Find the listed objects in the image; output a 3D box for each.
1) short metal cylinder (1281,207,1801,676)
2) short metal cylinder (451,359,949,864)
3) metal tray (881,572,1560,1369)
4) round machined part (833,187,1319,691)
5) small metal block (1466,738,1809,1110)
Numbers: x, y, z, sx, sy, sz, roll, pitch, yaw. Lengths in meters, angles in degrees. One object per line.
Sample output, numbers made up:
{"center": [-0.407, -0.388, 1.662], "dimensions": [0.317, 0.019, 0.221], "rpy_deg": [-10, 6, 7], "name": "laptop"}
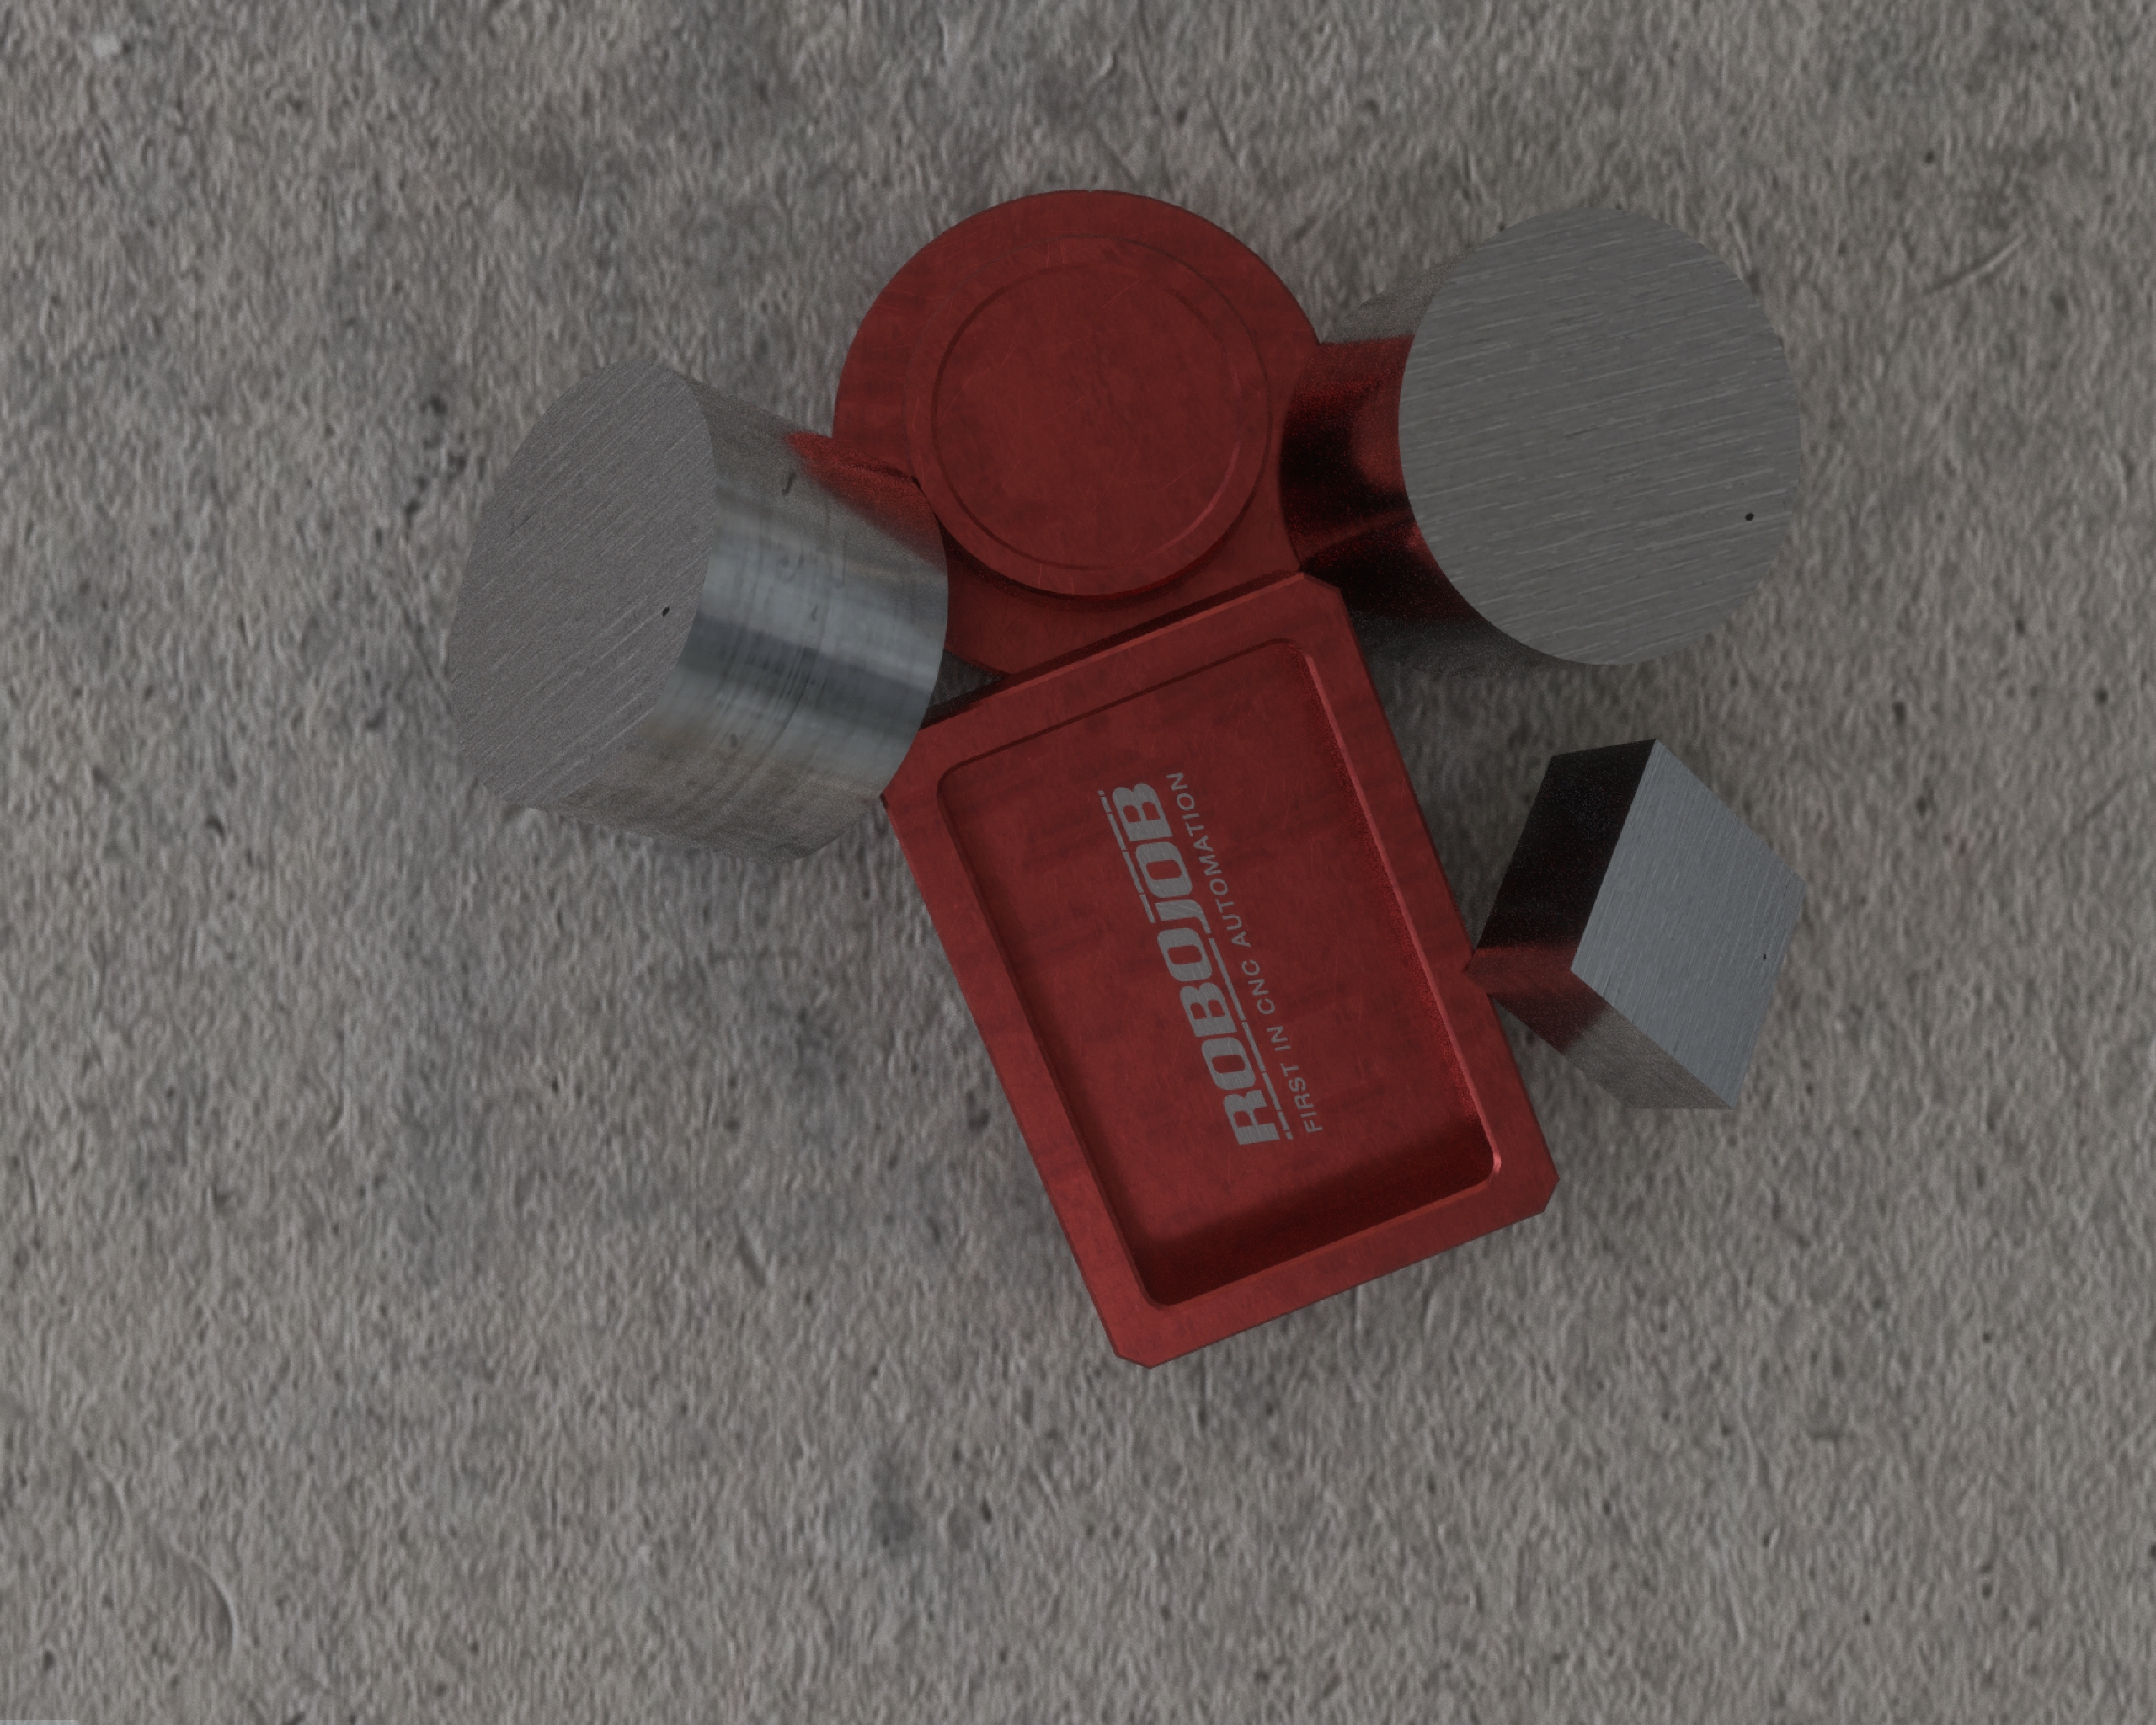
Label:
{"center": [0.085, -0.075, 0.389], "dimensions": [0.081, 0.050, 0.079], "rpy_deg": [-1, 92, -18], "name": "short metal cylinder"}
{"center": [-0.069, -0.044, 0.376], "dimensions": [0.050, 0.080, 0.080], "rpy_deg": [16, 90, -44], "name": "short metal cylinder"}
{"center": [0.026, 0.020, 0.398], "dimensions": [0.090, 0.030, 0.129], "rpy_deg": [-22, 100, 0], "name": "metal tray"}
{"center": [0.002, -0.082, 0.403], "dimensions": [0.099, 0.042, 0.097], "rpy_deg": [0, 90, 0], "name": "round machined part"}
{"center": [0.107, 0.013, 0.394], "dimensions": [0.050, 0.025, 0.050], "rpy_deg": [38, 65, -26], "name": "small metal block"}
